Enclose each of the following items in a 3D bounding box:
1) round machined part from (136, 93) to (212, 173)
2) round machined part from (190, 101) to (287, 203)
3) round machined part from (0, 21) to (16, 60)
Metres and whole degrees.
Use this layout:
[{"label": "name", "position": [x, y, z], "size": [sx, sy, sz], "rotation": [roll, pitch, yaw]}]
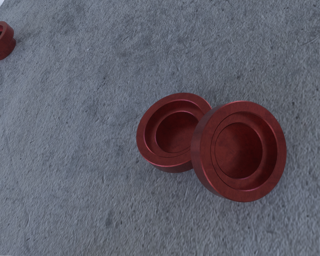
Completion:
[{"label": "round machined part", "position": [0.024, 0.009, 0.375], "size": [0.098, 0.042, 0.098], "rotation": [-13, 56, 21]}, {"label": "round machined part", "position": [0.075, 0.023, 0.316], "size": [0.098, 0.098, 0.042], "rotation": [-59, 15, -14]}, {"label": "round machined part", "position": [-0.371, -0.192, 0.706], "size": [0.098, 0.042, 0.098], "rotation": [-13, 56, 21]}]
